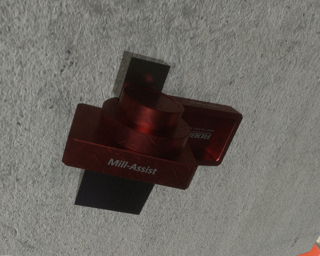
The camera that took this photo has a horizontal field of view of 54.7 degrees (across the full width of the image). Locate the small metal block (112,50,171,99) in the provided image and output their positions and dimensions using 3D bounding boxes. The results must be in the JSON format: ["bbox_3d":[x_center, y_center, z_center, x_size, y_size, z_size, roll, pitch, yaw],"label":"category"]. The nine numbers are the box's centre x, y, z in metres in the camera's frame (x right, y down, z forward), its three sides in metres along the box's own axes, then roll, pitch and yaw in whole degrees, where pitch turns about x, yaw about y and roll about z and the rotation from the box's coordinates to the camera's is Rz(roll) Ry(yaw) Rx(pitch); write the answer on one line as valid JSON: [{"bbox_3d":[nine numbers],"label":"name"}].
[{"bbox_3d":[-0.022,-0.058,0.362,0.050,0.025,0.050,7,115,-32],"label":"small metal block"}]

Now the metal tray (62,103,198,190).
[{"bbox_3d":[-0.032,0.018,0.339,0.131,0.090,0.030,14,113,-15],"label":"metal tray"}]

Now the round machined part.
[{"bbox_3d":[-0.013,-0.013,0.333,0.099,0.098,0.042,6,115,-32],"label":"round machined part"}]

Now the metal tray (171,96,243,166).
[{"bbox_3d":[0.045,0.007,0.436,0.131,0.030,0.089,6,115,-32],"label":"metal tray"}]

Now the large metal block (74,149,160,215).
[{"bbox_3d":[-0.052,0.055,0.375,0.081,0.050,0.079,14,125,-15],"label":"large metal block"}]
